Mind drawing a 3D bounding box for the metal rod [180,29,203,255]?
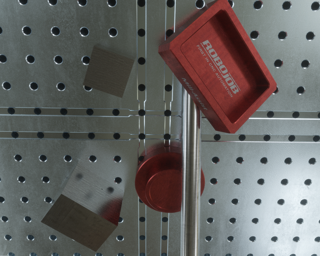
[{"bbox_3d":[0.039,0.031,0.389,0.025,0.025,0.298,0,97,-1],"label":"metal rod"}]

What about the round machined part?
[{"bbox_3d":[0.014,0.079,0.434,0.099,0.042,0.097,0,110,-1],"label":"round machined part"}]

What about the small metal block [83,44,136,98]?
[{"bbox_3d":[-0.063,-0.071,0.386,0.050,0.025,0.050,18,109,-7],"label":"small metal block"}]

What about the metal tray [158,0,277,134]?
[{"bbox_3d":[0.071,-0.069,0.360,0.090,0.030,0.130,-45,112,-14],"label":"metal tray"}]

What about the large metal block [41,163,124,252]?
[{"bbox_3d":[-0.100,0.105,0.422,0.080,0.080,0.050,35,106,-12],"label":"large metal block"}]
